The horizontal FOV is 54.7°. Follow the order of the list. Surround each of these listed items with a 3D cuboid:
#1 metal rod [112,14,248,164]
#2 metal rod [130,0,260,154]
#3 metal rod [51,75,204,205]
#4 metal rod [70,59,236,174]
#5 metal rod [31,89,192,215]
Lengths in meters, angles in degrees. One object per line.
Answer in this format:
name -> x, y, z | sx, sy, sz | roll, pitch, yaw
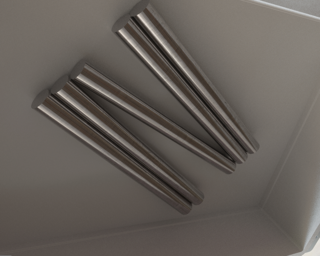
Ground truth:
metal rod -> 0.046, -0.030, 0.413 | 0.025, 0.025, 0.300 | -45, 129, 3
metal rod -> 0.065, -0.046, 0.414 | 0.025, 0.025, 0.300 | -45, 129, 3
metal rod -> -0.021, 0.035, 0.417 | 0.025, 0.025, 0.300 | -44, 129, 2
metal rod -> 0.014, 0.002, 0.416 | 0.301, 0.025, 0.025 | 32, 100, -38
metal rod -> -0.041, 0.051, 0.416 | 0.025, 0.025, 0.300 | -44, 129, 2
